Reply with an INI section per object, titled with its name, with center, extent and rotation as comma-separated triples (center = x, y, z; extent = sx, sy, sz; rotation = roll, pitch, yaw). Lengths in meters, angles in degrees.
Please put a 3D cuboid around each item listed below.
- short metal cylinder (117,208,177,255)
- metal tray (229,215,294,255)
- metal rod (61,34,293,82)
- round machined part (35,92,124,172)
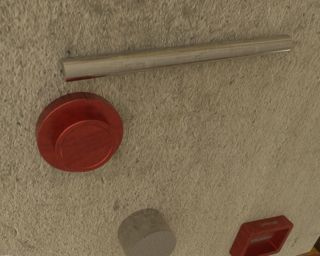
[short metal cylinder]
center = -0.021, 0.175, 0.489
extent = 0.081, 0.050, 0.079
rotation = -14, 125, -21
[metal tray]
center = 0.223, 0.244, 0.679
extent = 0.131, 0.030, 0.089
rotation = 0, 119, -29
[metal rod]
center = 0.038, -0.089, 0.374
extent = 0.303, 0.025, 0.025
rotation = -12, 124, -22
[round machined part]
center = -0.088, 0.011, 0.356
extent = 0.099, 0.042, 0.097
rotation = -14, 125, -21
